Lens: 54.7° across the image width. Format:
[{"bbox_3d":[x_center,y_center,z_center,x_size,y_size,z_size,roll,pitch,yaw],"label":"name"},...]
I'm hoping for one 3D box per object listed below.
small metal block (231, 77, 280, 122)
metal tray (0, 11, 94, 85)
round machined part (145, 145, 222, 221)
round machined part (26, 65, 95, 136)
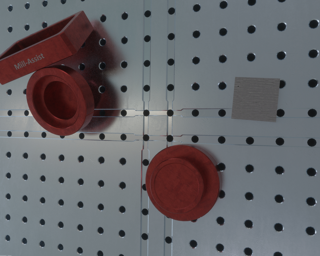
[{"bbox_3d":[0.115,-0.034,0.372,0.050,0.025,0.050,6,92,20],"label":"small metal block"},{"bbox_3d":[-0.166,-0.114,0.437,0.130,0.090,0.030,-16,124,19],"label":"metal tray"},{"bbox_3d":[0.026,0.070,0.394,0.098,0.042,0.097,0,90,20],"label":"round machined part"},{"bbox_3d":[-0.136,-0.041,0.441,0.098,0.042,0.097,7,112,19],"label":"round machined part"}]
